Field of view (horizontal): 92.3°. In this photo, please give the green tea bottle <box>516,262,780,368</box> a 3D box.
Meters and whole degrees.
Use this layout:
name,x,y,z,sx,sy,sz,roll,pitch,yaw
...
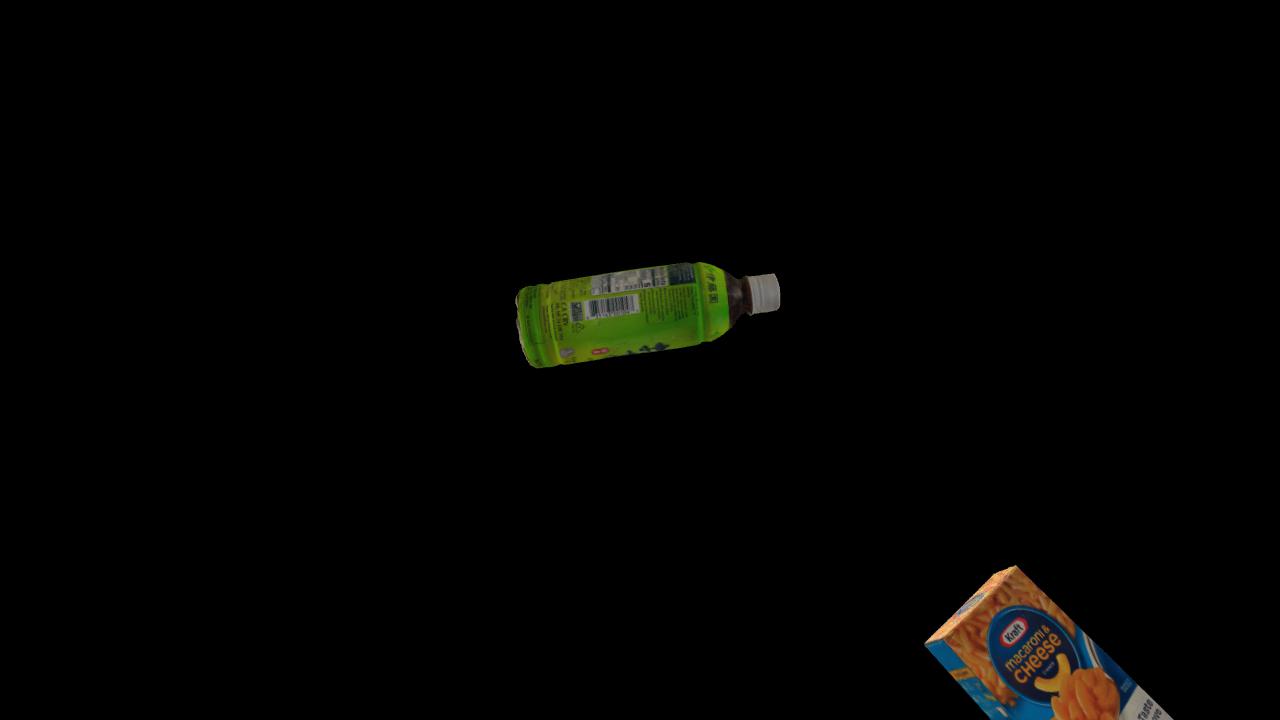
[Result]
name,x,y,z,sx,sy,sz,roll,pitch,yaw
green tea bottle,0.008,-0.041,0.507,0.212,0.073,0.073,-8,0,3

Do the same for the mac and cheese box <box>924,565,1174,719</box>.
name,x,y,z,sx,sy,sz,roll,pitch,yaw
mac and cheese box,0.309,0.252,0.438,0.093,0.184,0.041,-32,-26,-18
